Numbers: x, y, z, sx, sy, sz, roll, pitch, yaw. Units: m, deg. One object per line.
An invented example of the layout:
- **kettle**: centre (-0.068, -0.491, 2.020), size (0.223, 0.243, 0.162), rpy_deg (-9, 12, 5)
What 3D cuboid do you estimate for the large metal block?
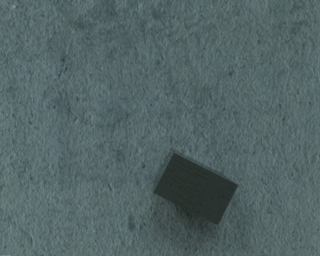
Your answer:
- **large metal block**: centre (0.040, 0.067, 0.383), size (0.080, 0.080, 0.050), rpy_deg (27, 90, -1)
